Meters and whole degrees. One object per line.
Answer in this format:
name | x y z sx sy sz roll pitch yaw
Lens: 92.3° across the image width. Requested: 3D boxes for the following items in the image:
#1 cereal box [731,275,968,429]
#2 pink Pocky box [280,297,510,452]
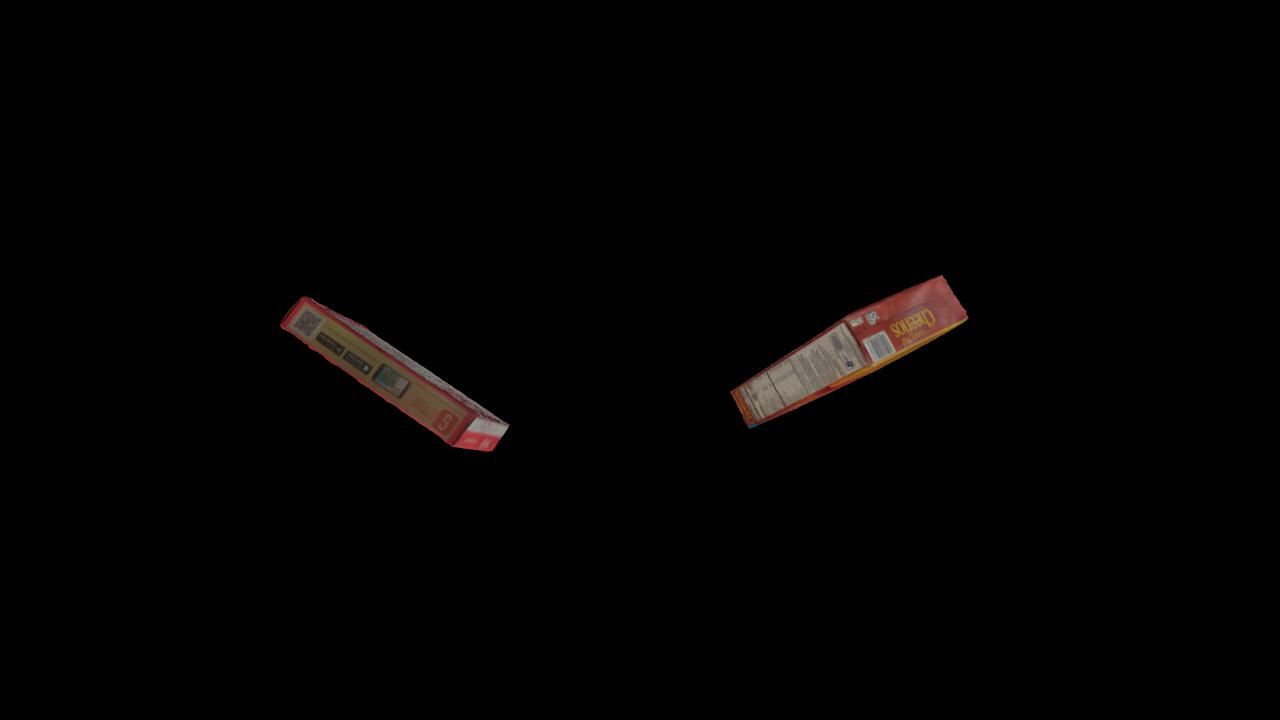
cereal box | 0.293 -0.001 0.914 0.203 0.081 0.306 -22 -12 -27
pink Pocky box | -0.174 0.014 0.449 0.155 0.029 0.084 32 -8 9
